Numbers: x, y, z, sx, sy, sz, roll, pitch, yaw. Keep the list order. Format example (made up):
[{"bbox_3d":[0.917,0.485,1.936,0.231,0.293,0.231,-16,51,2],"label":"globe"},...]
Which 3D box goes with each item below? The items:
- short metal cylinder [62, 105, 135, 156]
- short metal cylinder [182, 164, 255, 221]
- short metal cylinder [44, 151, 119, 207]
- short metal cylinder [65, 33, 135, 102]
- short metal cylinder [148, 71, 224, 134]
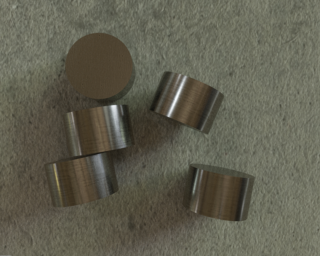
[{"bbox_3d":[-0.075,0.003,0.382,0.080,0.080,0.050,-10,90,0],"label":"short metal cylinder"},{"bbox_3d":[0.072,0.077,0.384,0.080,0.080,0.050,10,90,-1],"label":"short metal cylinder"},{"bbox_3d":[-0.095,0.060,0.381,0.080,0.080,0.050,-12,90,0],"label":"short metal cylinder"},{"bbox_3d":[-0.073,-0.075,0.396,0.081,0.050,0.079,0,90,-1],"label":"short metal cylinder"},{"bbox_3d":[0.032,-0.030,0.383,0.080,0.080,0.050,23,90,-1],"label":"short metal cylinder"}]
